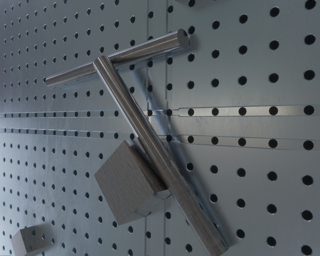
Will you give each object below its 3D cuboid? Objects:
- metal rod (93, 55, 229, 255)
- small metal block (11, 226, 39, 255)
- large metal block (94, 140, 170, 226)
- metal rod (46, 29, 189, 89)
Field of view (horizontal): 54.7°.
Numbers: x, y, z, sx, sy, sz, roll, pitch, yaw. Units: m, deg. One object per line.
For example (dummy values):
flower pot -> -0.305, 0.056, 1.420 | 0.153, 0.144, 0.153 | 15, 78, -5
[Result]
metal rod -> -0.008, 0.024, 0.400 | 0.025, 0.025, 0.299 | -44, 69, 31
small metal block -> -0.281, 0.241, 0.642 | 0.050, 0.025, 0.050 | -43, 64, 31
large metal block -> -0.034, 0.072, 0.421 | 0.080, 0.050, 0.080 | -48, 62, 29
metal rod -> -0.086, -0.098, 0.480 | 0.300, 0.025, 0.025 | -7, 86, 39
